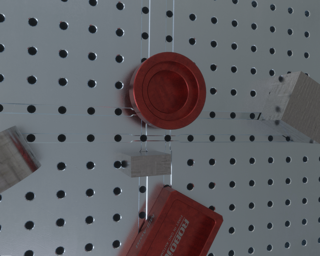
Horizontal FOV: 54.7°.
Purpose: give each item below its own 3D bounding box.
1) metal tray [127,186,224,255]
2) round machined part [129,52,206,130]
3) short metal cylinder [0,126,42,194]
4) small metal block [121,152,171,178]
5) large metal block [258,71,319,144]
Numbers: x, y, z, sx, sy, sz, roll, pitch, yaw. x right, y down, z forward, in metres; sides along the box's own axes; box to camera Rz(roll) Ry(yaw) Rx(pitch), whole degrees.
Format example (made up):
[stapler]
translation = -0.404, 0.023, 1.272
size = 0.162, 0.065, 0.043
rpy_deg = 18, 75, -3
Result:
[metal tray]
translation = 0.017, 0.157, 0.416
size = 0.090, 0.030, 0.130
rpy_deg = 32, 79, -17
[round machined part]
translation = 0.007, -0.047, 0.406
size = 0.099, 0.042, 0.097
rpy_deg = 0, 90, -20
[short metal cylinder]
translation = -0.173, 0.039, 0.320
size = 0.080, 0.080, 0.050
rpy_deg = -32, 101, -17
[small metal block]
translation = -0.019, 0.045, 0.393
size = 0.050, 0.050, 0.025
rpy_deg = -1, 91, -20
[large metal block]
translation = 0.213, -0.030, 0.478
size = 0.080, 0.050, 0.080
rpy_deg = 28, 81, -18
